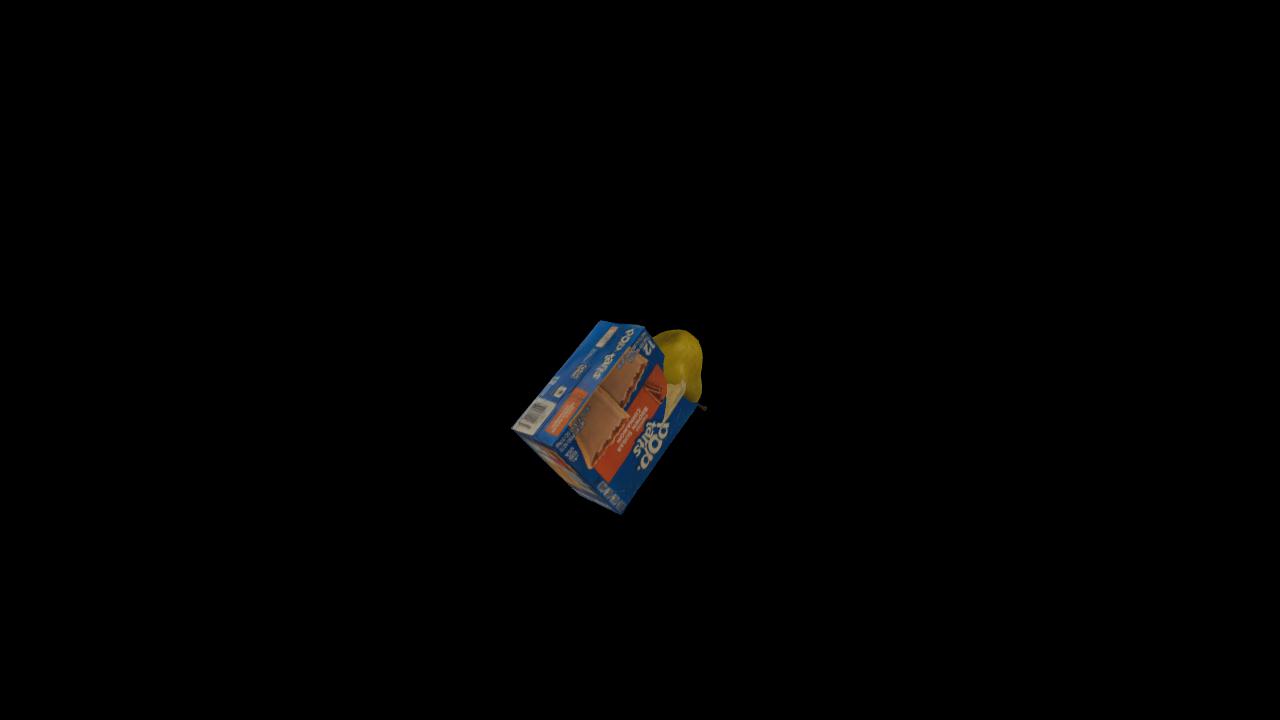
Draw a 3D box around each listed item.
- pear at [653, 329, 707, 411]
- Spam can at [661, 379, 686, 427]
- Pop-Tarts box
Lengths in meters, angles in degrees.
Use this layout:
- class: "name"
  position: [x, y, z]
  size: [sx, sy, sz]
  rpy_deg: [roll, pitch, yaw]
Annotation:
- class: "pear"
  position: [0.045, 0.021, 0.739]
  size: [0.080, 0.111, 0.080]
  rpy_deg: [-19, 18, 6]
- class: "Spam can"
  position: [0.009, 0.047, 0.743]
  size: [0.058, 0.101, 0.085]
  rpy_deg: [32, 3, -6]
- class: "Pop-Tarts box"
  position: [-0.034, 0.063, 0.704]
  size: [0.083, 0.167, 0.141]
  rpy_deg: [14, -31, 47]
